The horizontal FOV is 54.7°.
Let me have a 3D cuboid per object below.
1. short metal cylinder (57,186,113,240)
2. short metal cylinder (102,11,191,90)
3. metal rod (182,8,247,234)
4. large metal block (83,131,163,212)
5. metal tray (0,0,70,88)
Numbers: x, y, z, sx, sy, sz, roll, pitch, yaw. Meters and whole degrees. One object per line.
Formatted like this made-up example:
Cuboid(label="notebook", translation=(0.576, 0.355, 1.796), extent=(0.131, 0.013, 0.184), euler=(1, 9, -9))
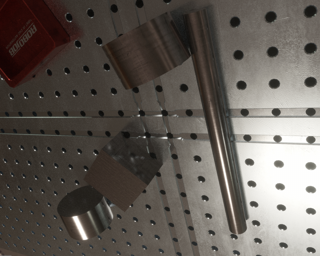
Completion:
Cuboid(label="short metal cylinder", translation=(-0.126, 0.142, 0.528), extent=(0.080, 0.080, 0.050), euler=(-1, 118, 28))
Cuboid(label="short metal cylinder", translation=(-0.014, -0.082, 0.331), extent=(0.080, 0.080, 0.050), euler=(-17, 110, 34))
Cuboid(label="metal rod", translation=(0.073, 0.011, 0.378), extent=(0.025, 0.025, 0.298), euler=(-2, 118, 29))
Cuboid(label="large metal block", translation=(-0.056, 0.066, 0.464), extent=(0.080, 0.050, 0.080), euler=(38, 129, 2))
Cuboid(label="metal tray", translation=(-0.196, -0.124, 0.431), extent=(0.130, 0.030, 0.090), euler=(-26, 105, 36))
